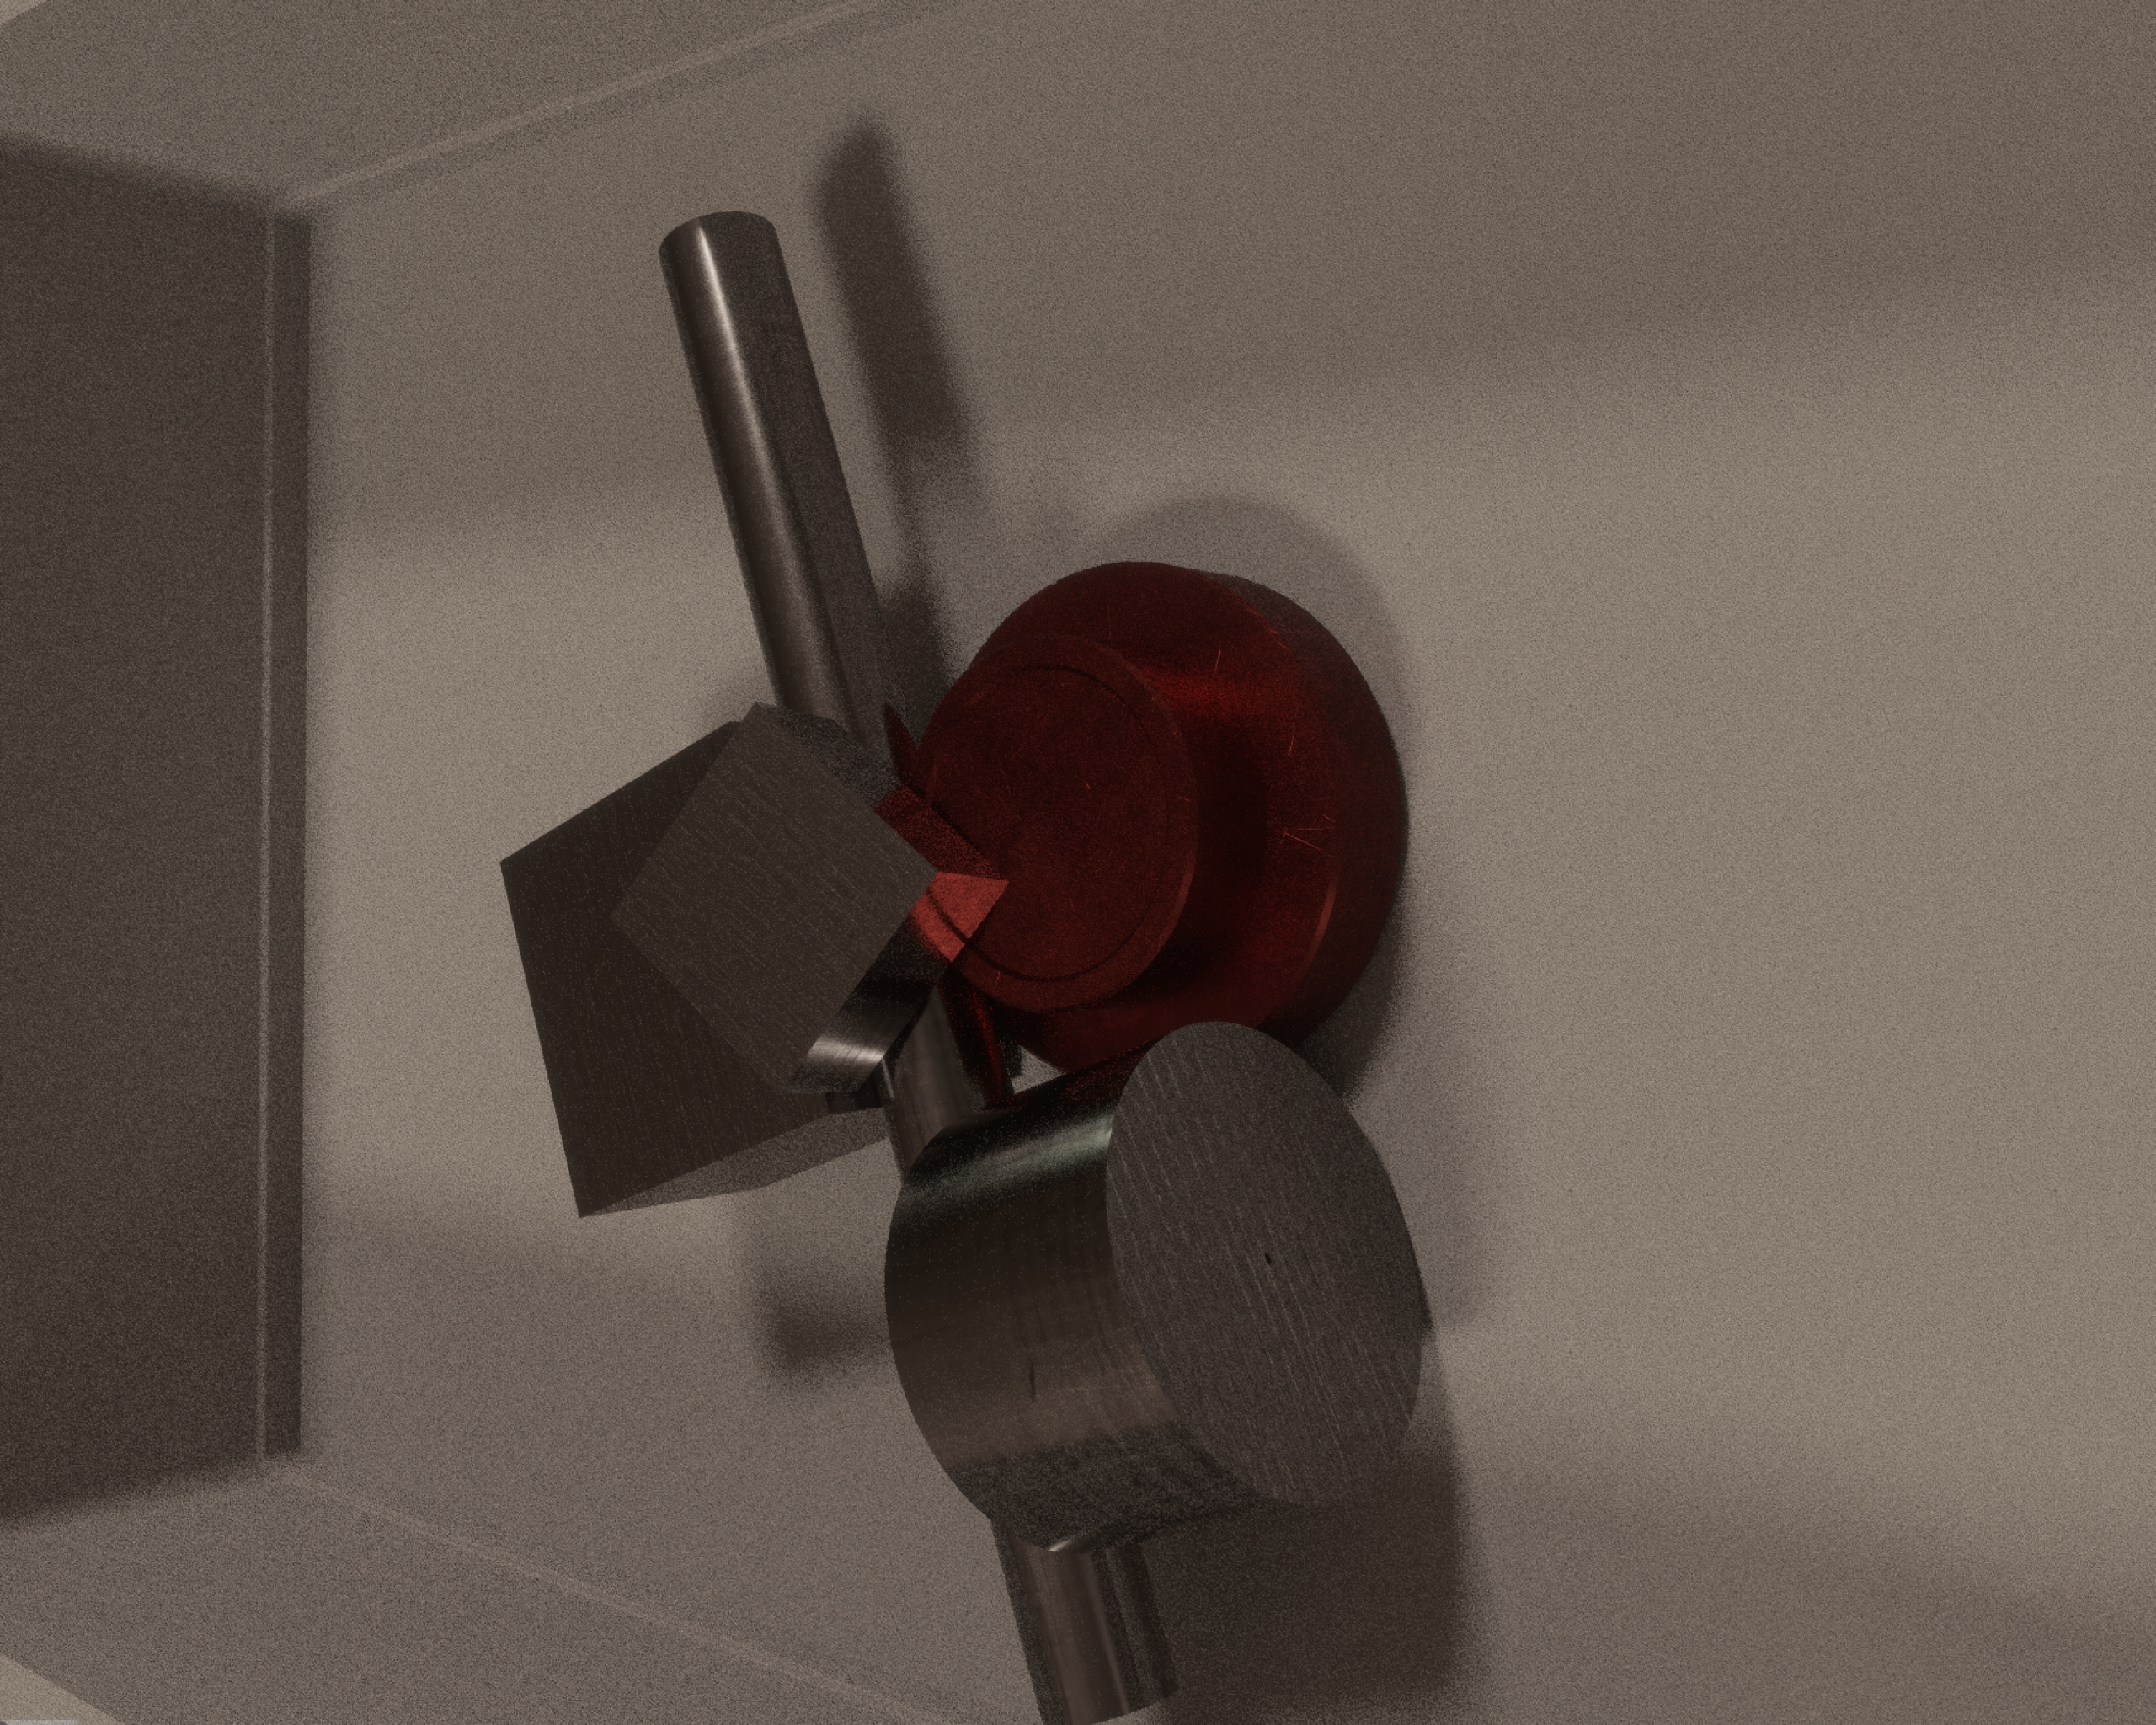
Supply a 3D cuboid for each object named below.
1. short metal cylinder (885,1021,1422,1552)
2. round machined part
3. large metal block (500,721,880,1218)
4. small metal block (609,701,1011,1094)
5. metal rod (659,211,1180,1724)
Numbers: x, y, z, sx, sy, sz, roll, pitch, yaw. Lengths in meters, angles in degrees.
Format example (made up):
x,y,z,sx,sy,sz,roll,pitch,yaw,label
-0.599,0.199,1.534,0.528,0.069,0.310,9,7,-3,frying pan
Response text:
x,y,z,sx,sy,sz,roll,pitch,yaw,label
0.014,0.073,0.356,0.050,0.081,0.080,-26,74,37,short metal cylinder
0.007,-0.007,0.386,0.098,0.042,0.097,0,90,39,round machined part
-0.070,0.023,0.441,0.080,0.050,0.080,-26,74,37,large metal block
-0.049,0.007,0.381,0.050,0.025,0.050,42,104,24,small metal block
-0.035,0.010,0.404,0.025,0.025,0.299,-26,74,37,metal rod
